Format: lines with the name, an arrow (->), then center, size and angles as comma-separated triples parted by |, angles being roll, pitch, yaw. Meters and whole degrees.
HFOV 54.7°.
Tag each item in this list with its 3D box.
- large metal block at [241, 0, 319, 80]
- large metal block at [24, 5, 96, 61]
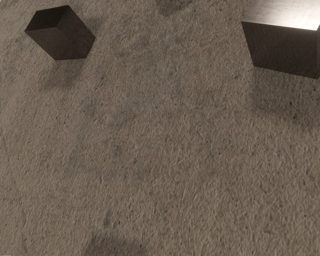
large metal block -> 0.149, -0.108, 0.356 | 0.080, 0.080, 0.050 | 22, 74, 36
large metal block -> -0.180, -0.170, 0.565 | 0.080, 0.080, 0.050 | 4, 64, 29
